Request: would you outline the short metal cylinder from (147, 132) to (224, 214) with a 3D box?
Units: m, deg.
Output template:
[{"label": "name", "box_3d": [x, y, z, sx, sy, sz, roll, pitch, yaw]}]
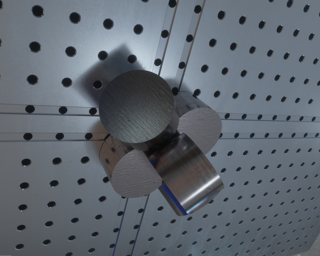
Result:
[{"label": "short metal cylinder", "box_3d": [0.029, 0.052, 0.358, 0.050, 0.080, 0.080, -36, 129, -5]}]

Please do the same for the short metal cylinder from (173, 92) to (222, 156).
[{"label": "short metal cylinder", "box_3d": [0.034, -0.002, 0.413, 0.081, 0.050, 0.079, -14, 125, -21]}]

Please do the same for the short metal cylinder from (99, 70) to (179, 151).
[{"label": "short metal cylinder", "box_3d": [-0.021, -0.018, 0.345, 0.080, 0.080, 0.050, -40, 164, -2]}]

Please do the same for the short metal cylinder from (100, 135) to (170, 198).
[{"label": "short metal cylinder", "box_3d": [-0.032, 0.044, 0.405, 0.081, 0.050, 0.079, -14, 125, -21]}]

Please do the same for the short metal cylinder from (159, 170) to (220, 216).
[{"label": "short metal cylinder", "box_3d": [0.041, 0.079, 0.439, 0.080, 0.080, 0.050, -35, 94, -5]}]
